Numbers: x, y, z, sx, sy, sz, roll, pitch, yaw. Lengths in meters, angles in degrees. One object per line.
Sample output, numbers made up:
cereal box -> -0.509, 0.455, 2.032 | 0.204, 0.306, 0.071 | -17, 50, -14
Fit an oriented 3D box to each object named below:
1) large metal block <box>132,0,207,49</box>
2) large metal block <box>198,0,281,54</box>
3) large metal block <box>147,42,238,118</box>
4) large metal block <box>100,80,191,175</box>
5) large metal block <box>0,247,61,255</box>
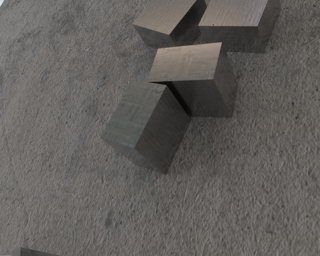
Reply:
large metal block -> 0.019, -0.164, 0.479 | 0.080, 0.050, 0.080 | 29, 78, 37
large metal block -> 0.110, -0.151, 0.423 | 0.080, 0.050, 0.080 | 13, 68, 33
large metal block -> 0.043, -0.055, 0.380 | 0.080, 0.080, 0.050 | 2, 63, 29
large metal block -> -0.013, 0.000, 0.375 | 0.050, 0.080, 0.080 | 14, 69, 34
large metal block -> -0.156, 0.176, 0.343 | 0.080, 0.080, 0.050 | -25, 53, 13
